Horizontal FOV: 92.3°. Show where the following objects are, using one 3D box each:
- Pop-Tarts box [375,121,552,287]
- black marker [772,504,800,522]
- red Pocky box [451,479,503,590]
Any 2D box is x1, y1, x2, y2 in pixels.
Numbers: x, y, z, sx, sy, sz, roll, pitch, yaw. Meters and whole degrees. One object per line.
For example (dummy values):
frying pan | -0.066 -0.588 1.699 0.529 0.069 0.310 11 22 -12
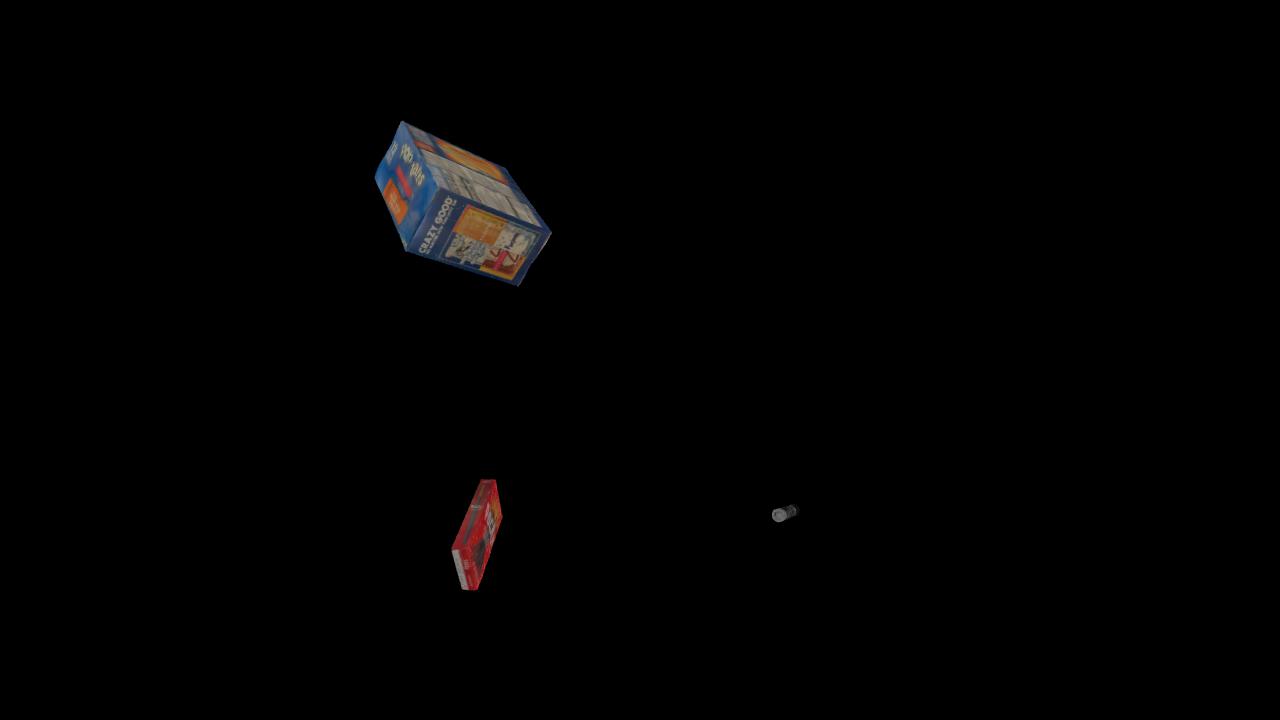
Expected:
Pop-Tarts box | -0.205 -0.177 0.704 0.141 0.083 0.167 14 30 -45
black marker | 0.222 0.230 0.929 0.020 0.020 0.121 0 -9 25
red Pocky box | -0.244 0.260 0.934 0.028 0.083 0.155 -2 28 4
